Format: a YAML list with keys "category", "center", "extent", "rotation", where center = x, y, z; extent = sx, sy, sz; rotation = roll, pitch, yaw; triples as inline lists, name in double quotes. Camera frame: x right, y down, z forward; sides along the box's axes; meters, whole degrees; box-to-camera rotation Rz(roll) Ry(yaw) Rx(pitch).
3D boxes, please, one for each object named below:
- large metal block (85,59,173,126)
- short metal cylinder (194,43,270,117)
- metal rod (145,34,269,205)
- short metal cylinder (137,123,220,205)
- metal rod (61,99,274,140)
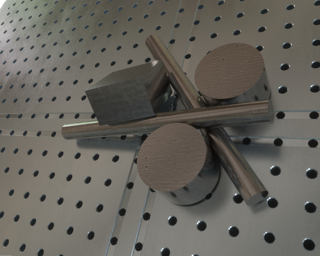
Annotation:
- category: "large metal block"
  center: [-0.038, -0.048, 0.414]
  extent: [0.080, 0.050, 0.080]
  rotation: [-10, 23, 23]
- category: "short metal cylinder"
  center: [0.088, -0.055, 0.376]
  extent: [0.080, 0.050, 0.080]
  rotation: [-13, 56, 21]
- category: "metal rod"
  center: [0.043, -0.034, 0.402]
  extent: [0.025, 0.025, 0.300]
  rotation: [-33, 51, 7]
- category: "short metal cylinder"
  center: [0.021, 0.041, 0.351]
  extent: [0.080, 0.050, 0.080]
  rotation: [-13, 56, 21]
- category: "metal rod"
  center: [-0.014, -0.006, 0.393]
  extent: [0.300, 0.025, 0.025]
  rotation: [-5, 59, 32]
